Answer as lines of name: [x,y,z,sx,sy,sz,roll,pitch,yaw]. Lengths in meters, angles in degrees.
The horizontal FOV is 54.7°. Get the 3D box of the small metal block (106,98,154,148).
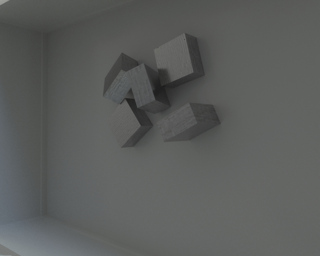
small metal block: [-0.044,-0.007,0.443,0.050,0.025,0.050,-46,63,30]

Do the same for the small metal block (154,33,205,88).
small metal block: [0.024,-0.083,0.388,0.050,0.025,0.050,-18,79,38]

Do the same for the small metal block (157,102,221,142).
small metal block: [0.034,-0.006,0.363,0.050,0.050,0.025,-31,71,35]

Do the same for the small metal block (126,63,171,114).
small metal block: [-0.014,-0.049,0.398,0.025,0.050,0.050,-23,75,20]

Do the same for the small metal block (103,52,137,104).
small metal block: [-0.056,-0.070,0.438,0.050,0.025,0.050,-49,29,29]
